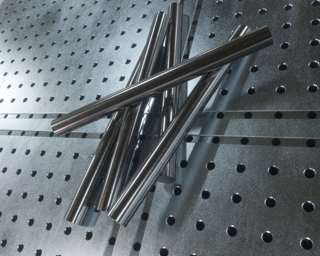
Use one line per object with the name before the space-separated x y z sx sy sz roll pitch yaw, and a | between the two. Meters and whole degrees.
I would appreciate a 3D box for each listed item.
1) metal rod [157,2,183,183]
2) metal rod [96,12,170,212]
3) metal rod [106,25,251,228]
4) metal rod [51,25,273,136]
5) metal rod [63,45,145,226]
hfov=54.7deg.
metal rod | 0.016 -0.069 0.440 0.025 0.025 0.299 -9 57 23
metal rod | -0.031 -0.034 0.429 0.025 0.025 0.299 3 67 29
metal rod | 0.035 -0.018 0.376 0.025 0.025 0.300 20 65 35
metal rod | -0.008 -0.055 0.397 0.301 0.025 0.025 -22 54 13
metal rod | -0.058 -0.011 0.443 0.025 0.025 0.300 9 66 31
